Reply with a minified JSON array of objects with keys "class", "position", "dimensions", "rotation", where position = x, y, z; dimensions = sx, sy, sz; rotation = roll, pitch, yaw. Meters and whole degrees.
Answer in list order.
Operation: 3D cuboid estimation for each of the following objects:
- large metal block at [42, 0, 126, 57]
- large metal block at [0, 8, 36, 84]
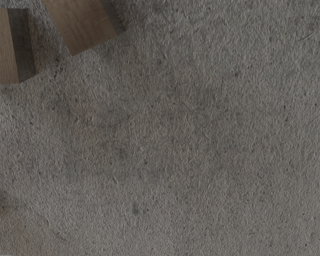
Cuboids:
[{"class":"large metal block","position":[-0.081,-0.129,0.332],"dimensions":[0.050,0.080,0.080],"rotation":[-23,109,8]},{"class":"large metal block","position":[-0.199,-0.096,0.359],"dimensions":[0.081,0.050,0.079],"rotation":[0,110,0]}]
